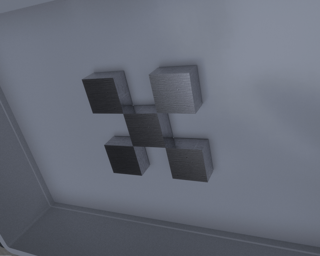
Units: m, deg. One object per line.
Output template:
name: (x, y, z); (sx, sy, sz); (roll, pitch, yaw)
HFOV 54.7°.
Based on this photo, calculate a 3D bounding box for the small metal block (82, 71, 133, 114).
small metal block: (-0.070, -0.047, 0.414); (0.050, 0.025, 0.050); (2, 119, 27)

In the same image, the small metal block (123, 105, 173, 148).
small metal block: (-0.015, -0.002, 0.412); (0.050, 0.025, 0.050); (1, 119, 28)

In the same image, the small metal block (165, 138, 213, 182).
small metal block: (0.040, 0.042, 0.411); (0.050, 0.025, 0.050); (1, 119, 27)

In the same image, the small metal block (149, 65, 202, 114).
small metal block: (0.019, -0.045, 0.368); (0.050, 0.025, 0.050); (2, 120, 27)

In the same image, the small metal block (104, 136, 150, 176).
small metal block: (-0.048, 0.041, 0.457); (0.050, 0.025, 0.050); (1, 119, 28)
